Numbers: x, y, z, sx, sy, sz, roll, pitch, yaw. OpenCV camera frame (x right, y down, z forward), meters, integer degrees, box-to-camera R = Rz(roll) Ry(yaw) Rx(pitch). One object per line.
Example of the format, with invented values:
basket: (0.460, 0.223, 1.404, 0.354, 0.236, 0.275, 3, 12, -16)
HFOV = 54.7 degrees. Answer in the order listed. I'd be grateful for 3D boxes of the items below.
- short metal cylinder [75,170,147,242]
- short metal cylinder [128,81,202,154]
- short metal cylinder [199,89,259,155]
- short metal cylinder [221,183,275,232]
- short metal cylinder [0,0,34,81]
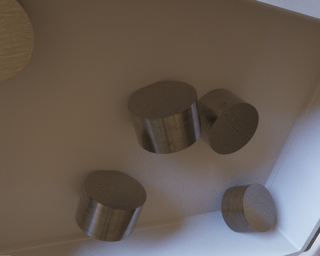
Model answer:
short metal cylinder: (-0.063, 0.098, 0.401, 0.081, 0.080, 0.050, 6, 115, -32)
short metal cylinder: (0.007, -0.015, 0.369, 0.081, 0.080, 0.050, -24, 127, -14)
short metal cylinder: (0.091, -0.009, 0.438, 0.081, 0.050, 0.079, -14, 125, -21)
short metal cylinder: (0.154, 0.140, 0.539, 0.081, 0.050, 0.080, 12, 68, -32)
short metal cylinder: (-0.151, -0.083, 0.259, 0.081, 0.050, 0.079, -14, 125, -21)
